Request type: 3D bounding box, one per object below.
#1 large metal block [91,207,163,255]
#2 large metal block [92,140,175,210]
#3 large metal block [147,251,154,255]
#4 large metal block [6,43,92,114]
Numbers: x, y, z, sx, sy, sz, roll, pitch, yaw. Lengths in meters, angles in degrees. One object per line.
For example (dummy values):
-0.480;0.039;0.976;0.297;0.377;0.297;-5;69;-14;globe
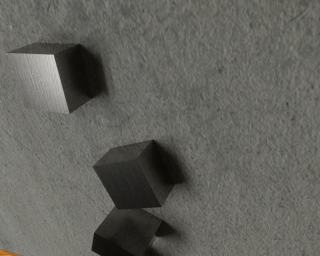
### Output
-0.053;0.174;0.505;0.080;0.080;0.050;25;127;13;large metal block
-0.037;0.070;0.452;0.080;0.050;0.080;-13;112;33;large metal block
-0.064;0.256;0.561;0.080;0.080;0.050;-18;109;35;large metal block
-0.149;-0.070;0.424;0.080;0.050;0.079;8;122;24;large metal block
